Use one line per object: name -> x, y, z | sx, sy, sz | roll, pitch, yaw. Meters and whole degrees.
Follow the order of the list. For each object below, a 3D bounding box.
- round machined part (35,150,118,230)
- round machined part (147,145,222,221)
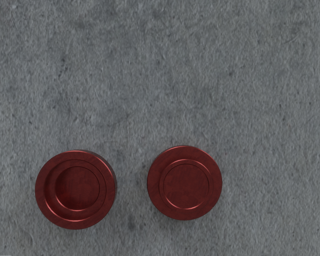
round machined part -> -0.104, 0.076, 0.400 | 0.099, 0.042, 0.097 | 0, 90, -1
round machined part -> 0.032, 0.072, 0.402 | 0.099, 0.042, 0.097 | 0, 90, -1
